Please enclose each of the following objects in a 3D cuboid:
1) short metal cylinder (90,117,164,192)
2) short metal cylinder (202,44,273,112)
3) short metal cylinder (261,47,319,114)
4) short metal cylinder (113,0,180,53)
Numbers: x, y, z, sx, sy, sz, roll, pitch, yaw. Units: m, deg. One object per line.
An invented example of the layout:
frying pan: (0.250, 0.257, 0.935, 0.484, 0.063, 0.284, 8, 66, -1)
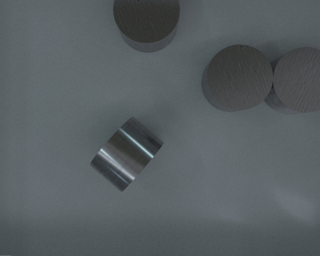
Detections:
short metal cylinder: (-0.040, 0.032, 0.383, 0.050, 0.080, 0.080, 41, 90, 0)
short metal cylinder: (0.097, -0.061, 0.399, 0.080, 0.050, 0.080, 0, 90, 0)
short metal cylinder: (0.177, -0.059, 0.400, 0.081, 0.050, 0.080, 0, 90, 0)
short metal cylinder: (-0.016, -0.143, 0.398, 0.081, 0.050, 0.080, 0, 90, 0)
